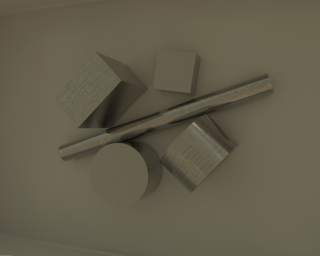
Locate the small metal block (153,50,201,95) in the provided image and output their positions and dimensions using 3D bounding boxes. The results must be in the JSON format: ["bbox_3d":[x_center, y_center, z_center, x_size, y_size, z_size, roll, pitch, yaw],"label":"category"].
[{"bbox_3d":[0.022,-0.071,0.400,0.050,0.025,0.050,9,93,19],"label":"small metal block"}]

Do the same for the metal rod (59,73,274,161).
[{"bbox_3d":[-0.006,-0.008,0.410,0.301,0.025,0.025,-18,84,18],"label":"metal rod"}]

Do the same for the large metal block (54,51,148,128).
[{"bbox_3d":[-0.074,-0.045,0.405,0.080,0.080,0.050,-45,76,14],"label":"large metal block"}]

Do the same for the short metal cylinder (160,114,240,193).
[{"bbox_3d":[0.047,0.030,0.363,0.050,0.080,0.080,44,104,14],"label":"short metal cylinder"}]

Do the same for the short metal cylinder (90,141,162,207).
[{"bbox_3d":[-0.044,0.058,0.409,0.080,0.050,0.079,0,90,19],"label":"short metal cylinder"}]
